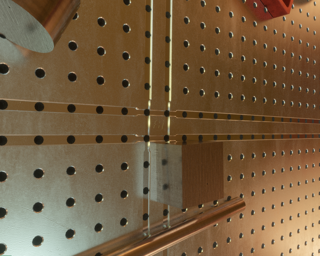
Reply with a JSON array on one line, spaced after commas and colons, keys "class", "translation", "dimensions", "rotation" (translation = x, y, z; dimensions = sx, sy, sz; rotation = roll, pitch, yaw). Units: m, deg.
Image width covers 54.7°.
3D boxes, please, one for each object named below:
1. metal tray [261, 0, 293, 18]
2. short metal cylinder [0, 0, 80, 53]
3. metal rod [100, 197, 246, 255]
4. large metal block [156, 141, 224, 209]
[{"class": "metal tray", "translation": [0.229, -0.293, 0.596], "dimensions": [0.090, 0.030, 0.130], "rotation": [33, 70, -35]}, {"class": "short metal cylinder", "translation": [-0.119, -0.112, 0.273], "dimensions": [0.080, 0.080, 0.050], "rotation": [36, 68, -34]}, {"class": "metal rod", "translation": [0.018, 0.146, 0.424], "dimensions": [0.302, 0.025, 0.025], "rotation": [-9, 96, -40]}, {"class": "large metal block", "translation": [0.042, 0.060, 0.428], "dimensions": [0.081, 0.050, 0.079], "rotation": [-2, 91, -40]}]
